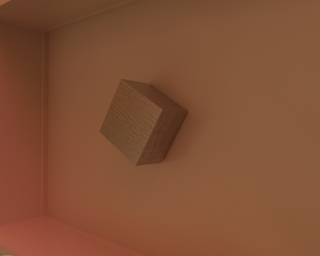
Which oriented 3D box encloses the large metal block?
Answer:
[{"bbox_3d":[-0.024,-0.008,0.407,0.080,0.050,0.080,39,113,33],"label":"large metal block"}]
